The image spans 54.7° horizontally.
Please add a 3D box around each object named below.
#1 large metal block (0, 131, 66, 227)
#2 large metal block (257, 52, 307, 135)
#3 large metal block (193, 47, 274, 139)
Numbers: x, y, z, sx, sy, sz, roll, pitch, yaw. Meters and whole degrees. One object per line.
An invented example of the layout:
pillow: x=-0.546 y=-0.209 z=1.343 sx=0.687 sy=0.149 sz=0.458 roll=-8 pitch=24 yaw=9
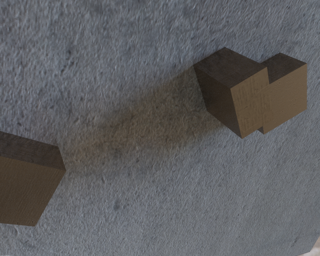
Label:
large metal block: x=-0.162 y=0.055 z=0.337 sx=0.080 sy=0.050 sz=0.080 roll=22 pitch=107 yaw=-37
large metal block: x=0.164 y=-0.051 z=0.451 sx=0.080 sy=0.050 sz=0.080 roll=-29 pitch=129 yaw=-10
large metal block: x=0.094 y=-0.046 z=0.396 sx=0.050 sy=0.080 sz=0.080 roll=-31 pitch=129 yaw=-9
